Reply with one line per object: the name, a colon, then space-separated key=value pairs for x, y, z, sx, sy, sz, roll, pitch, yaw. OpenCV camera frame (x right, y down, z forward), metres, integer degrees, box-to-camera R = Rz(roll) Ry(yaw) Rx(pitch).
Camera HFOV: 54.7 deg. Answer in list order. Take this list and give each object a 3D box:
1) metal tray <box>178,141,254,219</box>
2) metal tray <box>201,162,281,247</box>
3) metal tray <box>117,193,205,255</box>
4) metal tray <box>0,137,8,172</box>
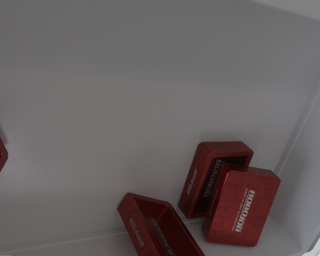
metal tray: x=0.090 y=0.085 z=0.506 sx=0.091 sy=0.030 sz=0.129 roll=1 pitch=118 yaw=-29
metal tray: x=0.129 y=0.126 z=0.501 sx=0.091 sy=0.030 sz=0.129 roll=10 pitch=106 yaw=-12
metal tray: x=0.002 y=0.151 z=0.435 sx=0.090 sy=0.130 sz=0.030 roll=23 pitch=106 yaw=-37
metal tray: x=-0.181 y=0.032 z=0.260 sx=0.030 sy=0.130 sz=0.089 roll=-7 pitch=124 yaw=1
